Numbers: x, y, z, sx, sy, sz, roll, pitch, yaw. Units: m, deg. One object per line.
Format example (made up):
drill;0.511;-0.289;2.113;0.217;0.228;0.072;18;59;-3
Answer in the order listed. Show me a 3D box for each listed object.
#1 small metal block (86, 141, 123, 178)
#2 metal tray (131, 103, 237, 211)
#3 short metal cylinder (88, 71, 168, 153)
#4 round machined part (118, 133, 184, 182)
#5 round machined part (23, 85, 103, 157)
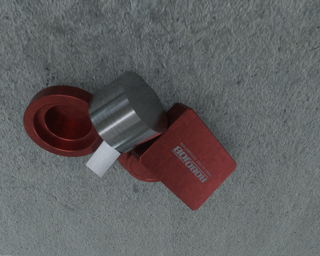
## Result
small metal block;-0.060;0.028;0.391;0.025;0.050;0.050;41;122;-1
metal tray;0.036;0.041;0.412;0.090;0.030;0.130;-46;122;-5
short metal cylinder;-0.035;-0.018;0.358;0.050;0.080;0.080;-31;124;23
round machined part;-0.011;0.038;0.430;0.099;0.042;0.097;-1;130;0
round machined part;-0.112;-0.012;0.385;0.099;0.042;0.097;-1;130;0
